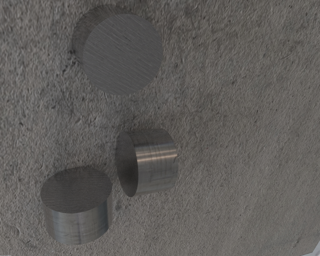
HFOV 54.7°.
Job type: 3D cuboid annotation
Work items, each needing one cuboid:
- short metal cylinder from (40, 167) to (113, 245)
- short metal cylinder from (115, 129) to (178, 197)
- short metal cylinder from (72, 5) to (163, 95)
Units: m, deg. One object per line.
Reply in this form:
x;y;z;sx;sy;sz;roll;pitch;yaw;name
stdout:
-0.098;0.092;0.374;0.081;0.080;0.050;-10;123;-23;short metal cylinder
-0.019;0.042;0.387;0.050;0.080;0.079;-5;121;-26;short metal cylinder
-0.044;-0.080;0.317;0.081;0.050;0.079;-14;124;-21;short metal cylinder
